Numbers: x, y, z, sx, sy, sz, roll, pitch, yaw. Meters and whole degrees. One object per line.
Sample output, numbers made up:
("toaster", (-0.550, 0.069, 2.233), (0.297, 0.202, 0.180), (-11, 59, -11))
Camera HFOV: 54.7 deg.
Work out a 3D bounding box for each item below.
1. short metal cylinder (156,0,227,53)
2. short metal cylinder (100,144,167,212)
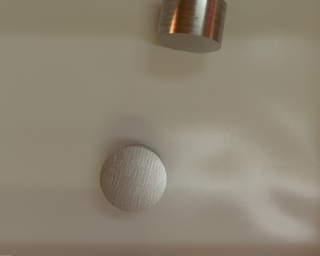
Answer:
("short metal cylinder", (0.039, -0.129, 0.384), (0.081, 0.080, 0.050), (8, 90, -1))
("short metal cylinder", (-0.032, 0.062, 0.399), (0.081, 0.050, 0.079), (0, 90, -1))
